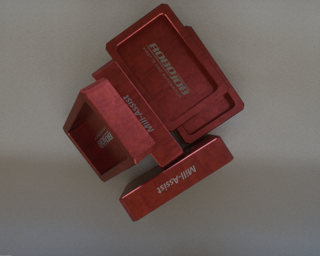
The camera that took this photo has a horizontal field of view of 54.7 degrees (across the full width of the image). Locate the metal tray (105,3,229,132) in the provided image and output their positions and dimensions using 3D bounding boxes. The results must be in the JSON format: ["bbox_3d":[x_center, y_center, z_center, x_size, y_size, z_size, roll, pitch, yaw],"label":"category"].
[{"bbox_3d":[0.008,-0.071,0.377,0.090,0.030,0.130,-36,90,0],"label":"metal tray"}]

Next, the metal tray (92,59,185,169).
[{"bbox_3d":[-0.024,-0.015,0.376,0.030,0.090,0.130,-37,90,0],"label":"metal tray"}]

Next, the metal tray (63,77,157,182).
[{"bbox_3d":[-0.065,0.010,0.358,0.030,0.129,0.090,-37,91,-31],"label":"metal tray"}]

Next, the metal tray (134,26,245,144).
[{"bbox_3d":[0.037,-0.055,0.409,0.090,0.030,0.130,-34,89,1],"label":"metal tray"}]

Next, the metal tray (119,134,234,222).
[{"bbox_3d":[0.018,0.055,0.378,0.130,0.090,0.030,-32,90,0],"label":"metal tray"}]
